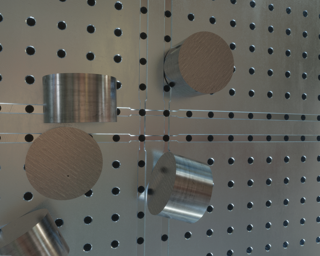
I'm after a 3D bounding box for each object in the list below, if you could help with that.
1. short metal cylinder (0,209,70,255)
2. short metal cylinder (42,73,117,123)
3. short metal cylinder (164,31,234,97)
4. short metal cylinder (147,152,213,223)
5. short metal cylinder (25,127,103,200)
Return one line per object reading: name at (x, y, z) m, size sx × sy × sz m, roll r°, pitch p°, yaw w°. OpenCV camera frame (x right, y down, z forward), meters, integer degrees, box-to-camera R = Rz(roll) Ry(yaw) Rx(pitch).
short metal cylinder at (-0.146, 0.130, 0.330) m, size 0.081 × 0.080 × 0.050 m, roll -28°, pitch 100°, yaw -18°
short metal cylinder at (-0.090, -0.031, 0.351) m, size 0.081 × 0.080 × 0.050 m, roll -1°, pitch 91°, yaw -20°
short metal cylinder at (0.052, -0.084, 0.420) m, size 0.081 × 0.050 × 0.079 m, roll 0°, pitch 90°, yaw -21°
short metal cylinder at (0.023, 0.075, 0.393) m, size 0.050 × 0.080 × 0.080 m, roll 19°, pitch 84°, yaw -20°
short metal cylinder at (-0.111, 0.038, 0.359) m, size 0.081 × 0.050 × 0.079 m, roll 0°, pitch 90°, yaw -21°
